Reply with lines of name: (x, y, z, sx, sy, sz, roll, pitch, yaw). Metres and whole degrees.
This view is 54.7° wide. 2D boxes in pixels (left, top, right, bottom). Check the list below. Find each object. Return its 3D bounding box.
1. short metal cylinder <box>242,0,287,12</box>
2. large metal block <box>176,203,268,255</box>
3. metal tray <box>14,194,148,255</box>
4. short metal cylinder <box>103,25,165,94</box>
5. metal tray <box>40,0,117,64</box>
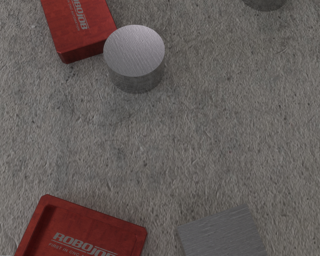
short metal cylinder: (0.168, -0.230, 0.480, 0.081, 0.050, 0.080, 0, 70, 0)
large metal block: (0.068, 0.138, 0.345, 0.081, 0.050, 0.080, -17, 71, -6)
metal tray: (-0.089, 0.139, 0.353, 0.131, 0.030, 0.090, 17, 71, 6)
short metal cylinder: (-0.034, -0.094, 0.429, 0.081, 0.050, 0.080, 0, 70, 0)
metal tray: (-0.122, -0.168, 0.466, 0.091, 0.030, 0.130, -20, 71, -7)
